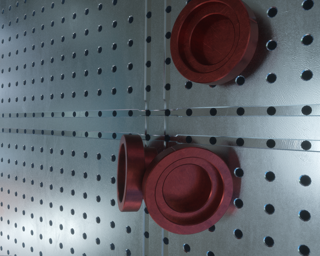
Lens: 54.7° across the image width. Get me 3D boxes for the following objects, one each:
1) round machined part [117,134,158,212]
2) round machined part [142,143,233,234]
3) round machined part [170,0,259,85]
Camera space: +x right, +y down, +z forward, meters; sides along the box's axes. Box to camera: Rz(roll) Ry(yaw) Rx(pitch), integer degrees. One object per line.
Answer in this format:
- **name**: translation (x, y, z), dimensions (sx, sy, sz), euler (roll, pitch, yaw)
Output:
- **round machined part**: translation (-0.029, 0.058, 0.400), dimensions (0.098, 0.042, 0.097), euler (-176, 89, -76)
- **round machined part**: translation (0.028, 0.065, 0.350), dimensions (0.042, 0.099, 0.097), euler (-146, 63, -76)
- **round machined part**: translation (0.063, -0.097, 0.345), dimensions (0.098, 0.042, 0.097), euler (0, 90, 39)
